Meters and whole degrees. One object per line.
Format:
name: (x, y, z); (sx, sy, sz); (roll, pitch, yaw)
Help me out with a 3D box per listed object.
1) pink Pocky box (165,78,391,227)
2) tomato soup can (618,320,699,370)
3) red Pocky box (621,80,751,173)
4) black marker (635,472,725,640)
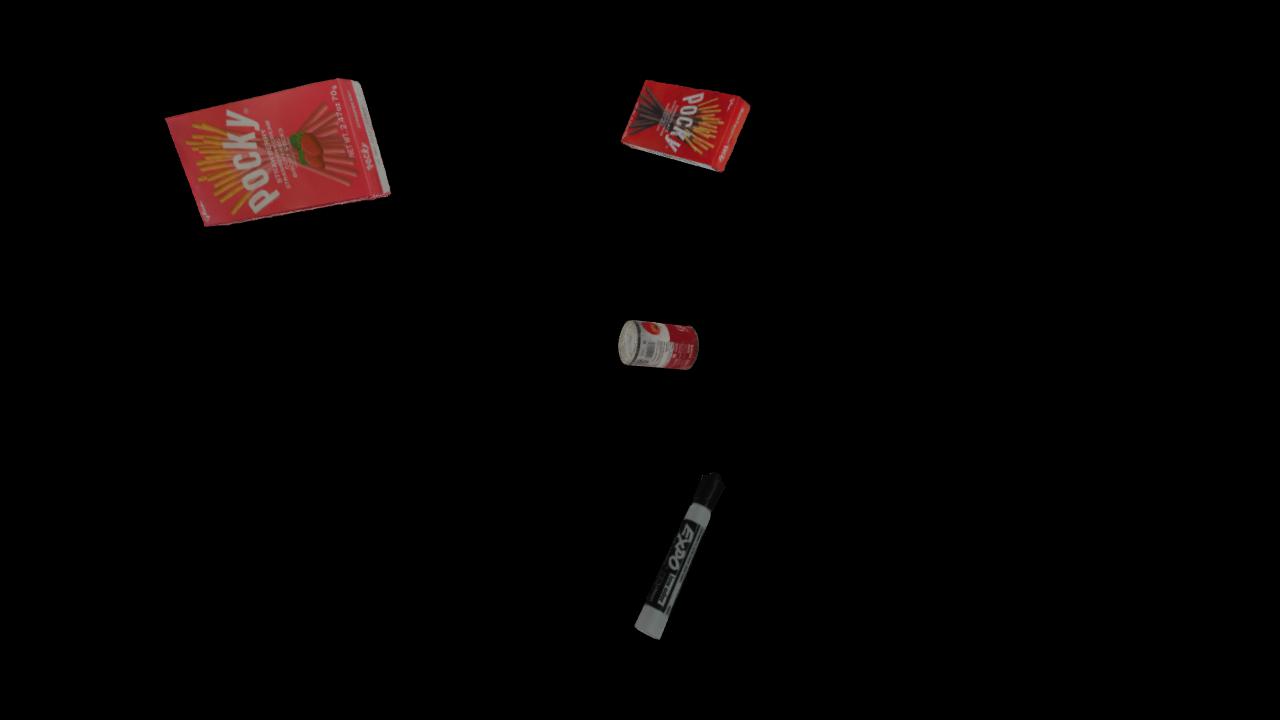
pink Pocky box: (-0.276, -0.155, 0.470); (0.155, 0.084, 0.029); (-6, 17, 12)
tomato soup can: (0.026, -0.021, 0.903); (0.101, 0.068, 0.068); (4, -2, -26)
red Pocky box: (0.050, -0.282, 0.735); (0.155, 0.083, 0.028); (29, 9, 37)
black marker: (0.030, 0.132, 0.431); (0.020, 0.121, 0.020); (23, -27, 12)
